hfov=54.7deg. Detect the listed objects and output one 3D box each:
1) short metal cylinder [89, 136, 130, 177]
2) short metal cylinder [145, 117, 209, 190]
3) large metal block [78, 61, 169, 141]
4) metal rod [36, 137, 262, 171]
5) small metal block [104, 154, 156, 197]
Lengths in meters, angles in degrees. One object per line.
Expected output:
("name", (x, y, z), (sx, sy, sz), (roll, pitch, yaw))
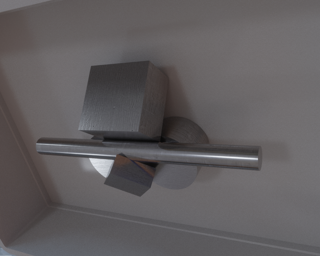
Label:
("short metal cylinder", (-0.054, 0.031, 0.437), (0.080, 0.050, 0.079), (13, 124, 20))
("short metal cylinder", (0.018, 0.032, 0.400), (0.080, 0.050, 0.079), (13, 124, 20))
("large metal block", (-0.041, -0.029, 0.366), (0.080, 0.050, 0.080), (1, 76, 27))
("metal rod", (-0.034, 0.028, 0.376), (0.301, 0.025, 0.025), (1, 119, 27))
("small metal block", (-0.038, 0.060, 0.384), (0.050, 0.025, 0.050), (21, 151, -8))
